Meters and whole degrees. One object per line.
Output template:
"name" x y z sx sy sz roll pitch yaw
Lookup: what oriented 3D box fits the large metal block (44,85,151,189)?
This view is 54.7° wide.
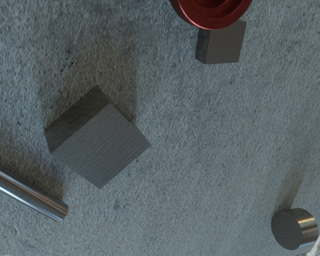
"large metal block" -0.071 0.012 0.360 0.080 0.050 0.080 -41 130 0

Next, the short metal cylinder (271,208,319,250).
"short metal cylinder" 0.289 0.216 0.667 0.050 0.080 0.079 -1 119 -28

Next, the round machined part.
"round machined part" 0.050 -0.156 0.324 0.099 0.042 0.097 -11 118 -21

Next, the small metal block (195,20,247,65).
"small metal block" 0.074 -0.108 0.383 0.050 0.025 0.050 -9 123 -24

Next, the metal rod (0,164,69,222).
"metal rod" -0.205 0.024 0.309 0.025 0.025 0.300 -41 130 0
